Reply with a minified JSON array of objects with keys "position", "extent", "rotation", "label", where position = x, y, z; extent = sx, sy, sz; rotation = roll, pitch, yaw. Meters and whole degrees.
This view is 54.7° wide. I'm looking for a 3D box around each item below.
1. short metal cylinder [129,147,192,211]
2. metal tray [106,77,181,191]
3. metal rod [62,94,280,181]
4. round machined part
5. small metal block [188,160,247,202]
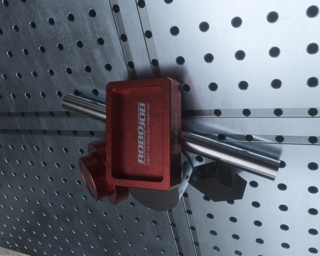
[{"position":[-0.001,0.068,0.433],"extent":[0.080,0.050,0.079],"rotation":[13,124,21],"label":"short metal cylinder"},{"position":[-0.021,0.007,0.380],"extent":[0.090,0.030,0.129],"rotation":[0,89,27],"label":"metal tray"},{"position":[0.001,0.006,0.409],"extent":[0.301,0.025,0.025],"rotation":[18,126,17],"label":"metal rod"},{"position":[-0.086,0.068,0.452],"extent":[0.098,0.042,0.097],"rotation":[43,145,42],"label":"round machined part"},{"position":[0.073,0.069,0.397],"extent":[0.050,0.025,0.050],"rotation":[38,147,-18],"label":"small metal block"}]
